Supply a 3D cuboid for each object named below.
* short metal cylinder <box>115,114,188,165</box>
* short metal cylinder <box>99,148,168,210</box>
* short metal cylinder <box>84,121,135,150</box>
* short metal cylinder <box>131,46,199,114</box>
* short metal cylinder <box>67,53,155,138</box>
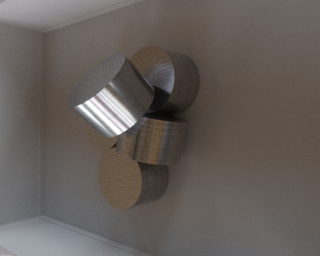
[{"bbox_3d":[-0.010,0.008,0.376,0.080,0.081,0.050,17,101,38],"label":"short metal cylinder"},{"bbox_3d":[-0.037,0.064,0.416,0.080,0.050,0.079,0,90,39],"label":"short metal cylinder"},{"bbox_3d":[-0.062,-0.010,0.437,0.080,0.050,0.079,0,90,39],"label":"short metal cylinder"},{"bbox_3d":[0.001,-0.057,0.386,0.080,0.050,0.079,0,90,39],"label":"short metal cylinder"},{"bbox_3d":[-0.053,-0.036,0.339,0.080,0.050,0.080,-29,33,21],"label":"short metal cylinder"}]
